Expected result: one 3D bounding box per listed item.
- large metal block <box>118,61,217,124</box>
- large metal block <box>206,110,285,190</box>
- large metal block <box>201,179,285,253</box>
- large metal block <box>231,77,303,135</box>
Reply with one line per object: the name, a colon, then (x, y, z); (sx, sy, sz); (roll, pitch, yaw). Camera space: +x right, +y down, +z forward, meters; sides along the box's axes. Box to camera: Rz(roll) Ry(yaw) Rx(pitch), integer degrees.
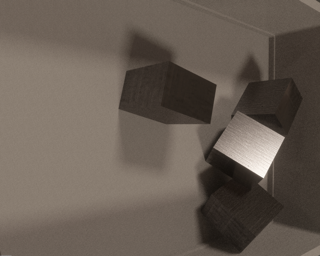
large metal block: (0.009, -0.038, 0.380); (0.081, 0.080, 0.050); (17, 79, -39)
large metal block: (0.129, 0.033, 0.475); (0.080, 0.050, 0.080); (32, 61, 12)
large metal block: (0.124, 0.124, 0.470); (0.081, 0.080, 0.050); (-25, 147, -37)
large metal block: (0.182, -0.036, 0.527); (0.050, 0.080, 0.080); (49, 61, -30)
